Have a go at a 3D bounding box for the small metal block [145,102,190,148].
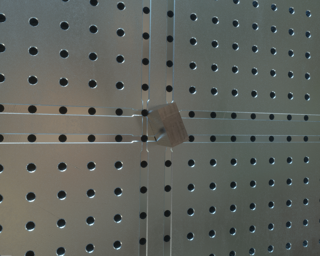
[{"bbox_3d":[0.008,-0.004,0.402,0.025,0.050,0.050,-24,99,-18],"label":"small metal block"}]
